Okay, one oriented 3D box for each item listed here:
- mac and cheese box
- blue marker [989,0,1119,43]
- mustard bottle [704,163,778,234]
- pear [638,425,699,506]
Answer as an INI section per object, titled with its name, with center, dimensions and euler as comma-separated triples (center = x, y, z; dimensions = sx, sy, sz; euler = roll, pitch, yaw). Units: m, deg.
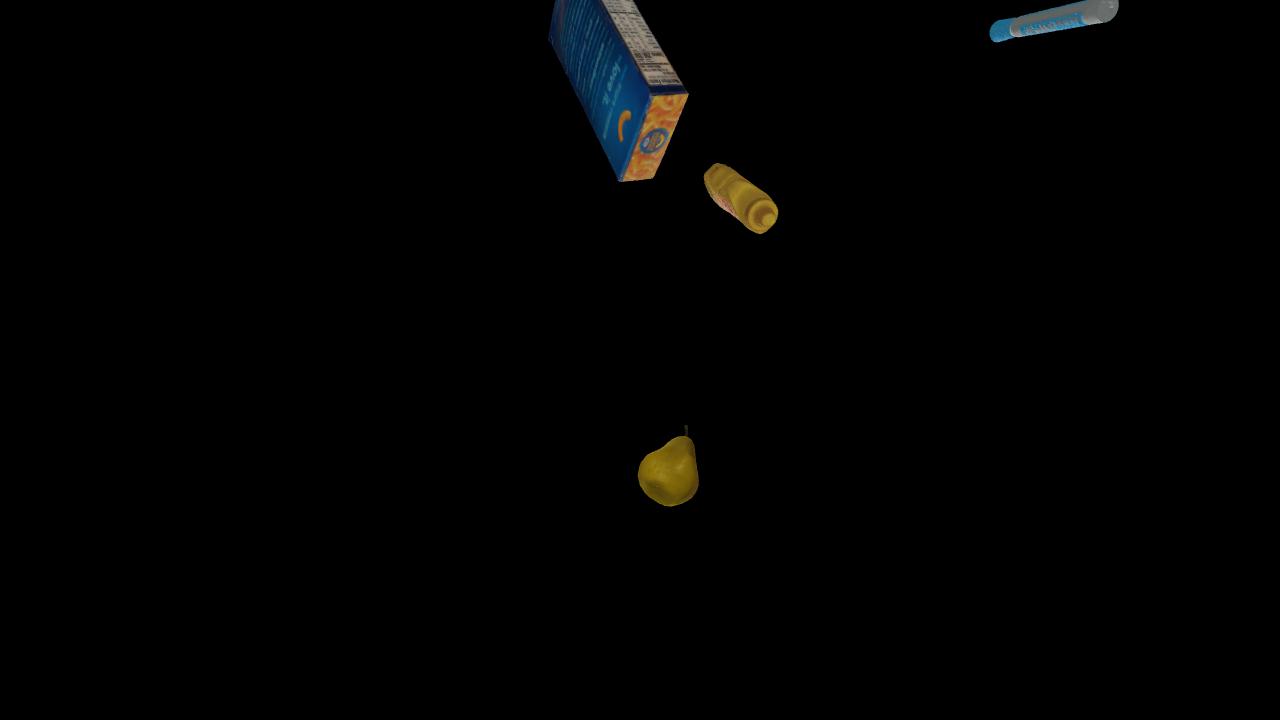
[mac and cheese box]
center = -0.025, -0.254, 0.528
dimensions = 0.041, 0.184, 0.093
euler = -14, -23, -27
[blue marker]
center = 0.343, -0.287, 0.521
dimensions = 0.020, 0.020, 0.121
euler = 0, 20, -12
[mustard bottle]
center = 0.149, -0.221, 0.865
dimensions = 0.054, 0.092, 0.184
euler = -38, 29, 9
[pear]
center = 0.049, 0.136, 0.808
dimensions = 0.080, 0.080, 0.111
euler = 0, 39, 45
